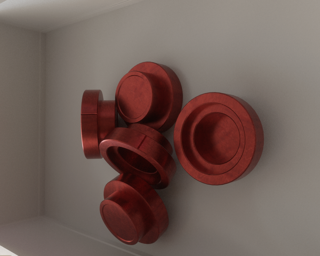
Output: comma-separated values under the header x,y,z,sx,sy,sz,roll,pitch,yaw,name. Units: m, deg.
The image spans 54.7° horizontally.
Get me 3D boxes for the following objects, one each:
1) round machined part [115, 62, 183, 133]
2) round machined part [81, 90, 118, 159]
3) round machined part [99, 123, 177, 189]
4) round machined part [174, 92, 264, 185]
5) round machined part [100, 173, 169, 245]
x,y,z,sx,sy,sz,roll,pitch,yaw,name
-0.022,-0.039,0.412,0.098,0.042,0.097,0,90,39,round machined part
-0.082,-0.005,0.438,0.042,0.098,0.097,-1,89,-4,round machined part
-0.023,0.032,0.390,0.098,0.098,0.042,2,48,39,round machined part
0.066,0.011,0.340,0.098,0.042,0.097,0,90,39,round machined part
-0.040,0.112,0.404,0.098,0.042,0.097,22,127,32,round machined part
